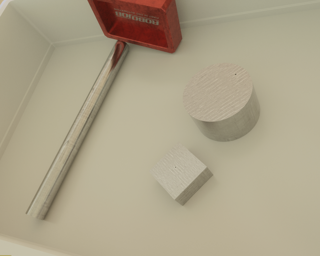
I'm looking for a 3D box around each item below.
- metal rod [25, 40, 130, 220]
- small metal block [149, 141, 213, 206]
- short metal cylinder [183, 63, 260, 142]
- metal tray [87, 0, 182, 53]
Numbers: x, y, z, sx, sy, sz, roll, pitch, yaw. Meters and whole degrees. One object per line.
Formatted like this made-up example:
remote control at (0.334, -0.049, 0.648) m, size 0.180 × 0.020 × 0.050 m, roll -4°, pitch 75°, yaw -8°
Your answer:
metal rod at (-0.116, -0.010, 0.470) m, size 0.025 × 0.025 × 0.300 m, roll 9°, pitch 66°, yaw 32°
small metal block at (0.024, 0.052, 0.360) m, size 0.050 × 0.025 × 0.050 m, roll -45°, pitch 51°, yaw -3°
short metal cylinder at (0.074, -0.030, 0.369) m, size 0.080 × 0.050 × 0.080 m, roll -13°, pitch 56°, yaw 20°
metal tray at (-0.037, -0.165, 0.464) m, size 0.130 × 0.090 × 0.030 m, roll 19°, pitch 69°, yaw 21°
